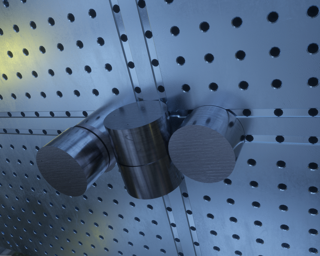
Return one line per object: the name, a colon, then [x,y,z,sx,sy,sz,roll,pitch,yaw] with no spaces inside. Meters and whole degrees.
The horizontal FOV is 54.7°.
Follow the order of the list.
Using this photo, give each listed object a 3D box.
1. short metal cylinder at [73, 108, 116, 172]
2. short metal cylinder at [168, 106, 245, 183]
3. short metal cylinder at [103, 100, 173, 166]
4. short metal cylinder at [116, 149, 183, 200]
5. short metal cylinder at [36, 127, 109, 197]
short metal cylinder: [-0.085,0.018,0.451,0.080,0.050,0.079,13,124,20]
short metal cylinder: [0.057,0.019,0.376,0.080,0.050,0.079,13,124,20]
short metal cylinder: [-0.025,0.004,0.392,0.080,0.080,0.050,1,120,28]
short metal cylinder: [-0.013,0.049,0.413,0.080,0.080,0.050,-1,118,29]
short metal cylinder: [-0.117,0.045,0.418,0.080,0.050,0.079,13,124,21]
